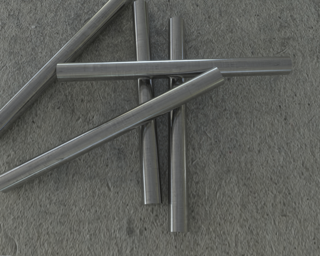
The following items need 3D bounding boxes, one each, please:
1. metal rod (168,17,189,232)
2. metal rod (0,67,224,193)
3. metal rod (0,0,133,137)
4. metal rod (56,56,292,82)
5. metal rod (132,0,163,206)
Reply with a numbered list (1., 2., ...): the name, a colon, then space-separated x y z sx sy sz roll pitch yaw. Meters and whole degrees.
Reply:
1. metal rod: 0.023 -0.018 0.414 0.025 0.025 0.299 0 70 0
2. metal rod: -0.060 0.002 0.385 0.301 0.025 0.025 -27 72 -1
3. metal rod: -0.136 -0.102 0.444 0.025 0.025 0.300 35 73 11
4. metal rod: 0.019 -0.078 0.408 0.302 0.025 0.025 -2 70 -1
5. metal rod: -0.020 -0.048 0.425 0.025 0.025 0.299 -4 70 -2
